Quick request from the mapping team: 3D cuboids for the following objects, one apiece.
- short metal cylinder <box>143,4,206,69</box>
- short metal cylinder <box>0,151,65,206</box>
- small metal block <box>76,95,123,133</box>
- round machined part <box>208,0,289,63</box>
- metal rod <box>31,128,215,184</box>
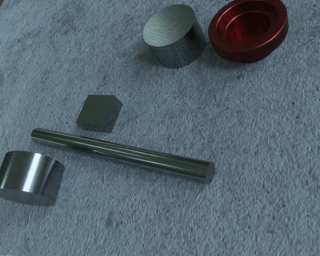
[{"bbox_3d":[0.022,-0.135,0.459,0.080,0.050,0.080,-13,56,21],"label":"short metal cylinder"},{"bbox_3d":[-0.176,0.070,0.418,0.080,0.080,0.050,-7,59,25],"label":"short metal cylinder"},{"bbox_3d":[-0.091,-0.022,0.465,0.050,0.025,0.050,5,64,30],"label":"small metal block"},{"bbox_3d":[0.117,-0.125,0.408,0.098,0.042,0.098,-13,56,21],"label":"round machined part"},{"bbox_3d":[-0.071,0.031,0.421,0.300,0.025,0.025,9,66,31],"label":"metal rod"}]
